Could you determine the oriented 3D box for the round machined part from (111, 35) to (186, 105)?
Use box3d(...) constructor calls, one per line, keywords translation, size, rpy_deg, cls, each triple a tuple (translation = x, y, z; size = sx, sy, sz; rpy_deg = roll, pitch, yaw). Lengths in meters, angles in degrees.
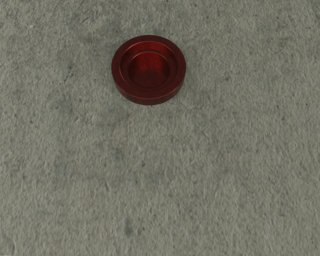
box3d(translation=(-0.015, -0.075, 0.426), size=(0.099, 0.042, 0.098), rpy_deg=(0, 70, -1), cls="round machined part")
